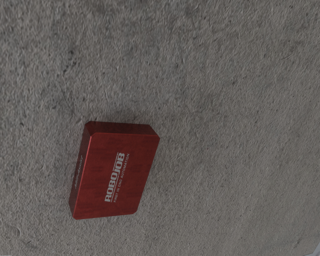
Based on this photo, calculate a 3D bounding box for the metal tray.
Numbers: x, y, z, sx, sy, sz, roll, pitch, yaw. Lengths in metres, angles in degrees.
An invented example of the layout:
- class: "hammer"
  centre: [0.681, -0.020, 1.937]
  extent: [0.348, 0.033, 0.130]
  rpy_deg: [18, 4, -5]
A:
- class: "metal tray"
  centre: [-0.061, 0.057, 0.405]
  extent: [0.091, 0.030, 0.129]
  rpy_deg: [3, 117, -30]
